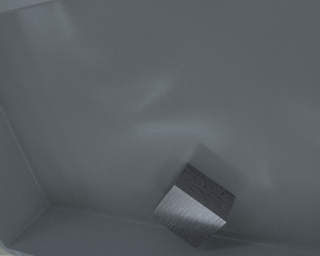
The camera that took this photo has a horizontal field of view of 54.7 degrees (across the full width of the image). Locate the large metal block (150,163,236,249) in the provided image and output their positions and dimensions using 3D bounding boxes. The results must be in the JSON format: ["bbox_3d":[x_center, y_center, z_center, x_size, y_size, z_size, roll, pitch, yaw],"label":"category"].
[{"bbox_3d":[0.045,0.110,0.436,0.080,0.050,0.079,35,129,4],"label":"large metal block"}]
